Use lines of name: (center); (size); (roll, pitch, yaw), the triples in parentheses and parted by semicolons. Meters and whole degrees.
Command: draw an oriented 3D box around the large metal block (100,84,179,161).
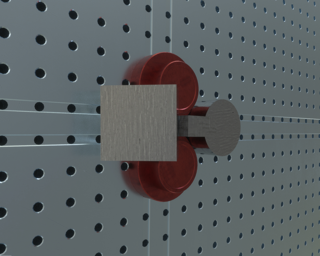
large metal block: (-0.020, -0.006, 0.349); (0.050, 0.080, 0.080); (-6, 96, -85)

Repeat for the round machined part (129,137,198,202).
round machined part: (0.011, 0.048, 0.408); (0.099, 0.042, 0.097); (0, 90, -40)

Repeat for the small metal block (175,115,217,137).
small metal block: (0.036, -0.002, 0.394); (0.050, 0.050, 0.025); (2, 89, -40)

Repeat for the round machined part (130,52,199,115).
round machined part: (0.013, -0.052, 0.409); (0.099, 0.042, 0.097); (0, 90, -40)

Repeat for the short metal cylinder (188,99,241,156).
short metal cylinder: (0.073, -0.001, 0.452); (0.081, 0.050, 0.080); (0, 90, -40)
